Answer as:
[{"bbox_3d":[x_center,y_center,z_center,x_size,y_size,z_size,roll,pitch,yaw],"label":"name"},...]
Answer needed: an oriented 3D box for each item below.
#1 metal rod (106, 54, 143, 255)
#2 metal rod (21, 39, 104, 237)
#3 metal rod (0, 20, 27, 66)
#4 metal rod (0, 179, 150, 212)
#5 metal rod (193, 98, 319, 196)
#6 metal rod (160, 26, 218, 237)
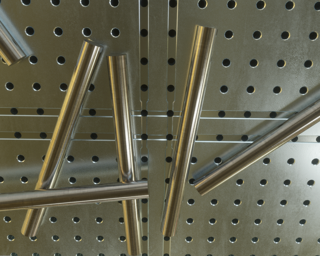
[{"bbox_3d":[-0.046,0.050,0.431,0.025,0.025,0.298,-3,110,1],"label":"metal rod"},{"bbox_3d":[-0.138,0.027,0.422,0.025,0.025,0.298,22,109,-8],"label":"metal rod"},{"bbox_3d":[-0.253,-0.202,0.336,0.025,0.025,0.299,-30,108,10],"label":"metal rod"},{"bbox_3d":[-0.165,0.096,0.419,0.301,0.025,0.025,-6,110,2],"label":"metal rod"},{"bbox_3d":[0.174,0.001,0.414,0.300,0.025,0.025,-36,106,12],"label":"metal rod"},{"bbox_3d":[0.035,0.018,0.420,0.025,0.025,0.298,8,110,-3],"label":"metal rod"}]
